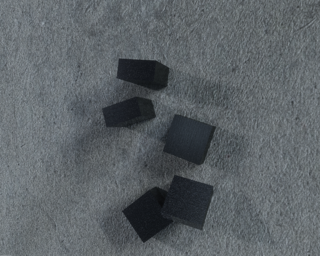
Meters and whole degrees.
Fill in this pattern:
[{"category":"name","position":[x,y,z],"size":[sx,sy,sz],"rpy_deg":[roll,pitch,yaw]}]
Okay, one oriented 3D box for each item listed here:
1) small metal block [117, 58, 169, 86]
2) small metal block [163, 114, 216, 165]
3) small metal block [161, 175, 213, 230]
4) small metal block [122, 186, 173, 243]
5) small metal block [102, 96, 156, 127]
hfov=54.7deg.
[{"category":"small metal block","position":[-0.021,-0.072,0.403],"size":[0.050,0.050,0.025],"rpy_deg":[8,93,20]},{"category":"small metal block","position":[0.038,0.014,0.396],"size":[0.050,0.025,0.050],"rpy_deg":[20,97,18]},{"category":"small metal block","position":[0.035,0.092,0.384],"size":[0.050,0.025,0.050],"rpy_deg":[14,62,17]},{"category":"small metal block","position":[-0.013,0.115,0.414],"size":[0.050,0.025,0.050],"rpy_deg":[-40,78,15]},{"category":"small metal block","position":[-0.040,-0.020,0.410],"size":[0.050,0.050,0.025],"rpy_deg":[-17,85,19]}]
